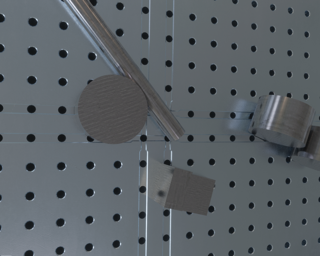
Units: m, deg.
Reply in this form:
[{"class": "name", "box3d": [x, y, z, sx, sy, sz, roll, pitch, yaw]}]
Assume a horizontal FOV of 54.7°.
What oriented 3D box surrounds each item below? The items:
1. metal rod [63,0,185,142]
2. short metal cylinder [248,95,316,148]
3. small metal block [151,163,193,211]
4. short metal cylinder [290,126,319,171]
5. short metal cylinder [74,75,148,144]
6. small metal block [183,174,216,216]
[{"class": "metal rod", "box3d": [-0.064, -0.105, 0.388, 0.025, 0.025, 0.300, -41, 103, -15]}, {"class": "short metal cylinder", "box3d": [0.175, -0.009, 0.448, 0.080, 0.080, 0.050, 23, 83, -19]}, {"class": "small metal block", "box3d": [0.014, 0.076, 0.405, 0.025, 0.050, 0.050, 17, 84, -19]}, {"class": "short metal cylinder", "box3d": [0.249, 0.035, 0.476, 0.080, 0.080, 0.050, 25, 82, -19]}, {"class": "short metal cylinder", "box3d": [-0.061, -0.021, 0.377, 0.081, 0.050, 0.079, 0, 90, -20]}, {"class": "small metal block", "box3d": [0.044, 0.089, 0.429, 0.050, 0.025, 0.050, 17, 84, -19]}]
